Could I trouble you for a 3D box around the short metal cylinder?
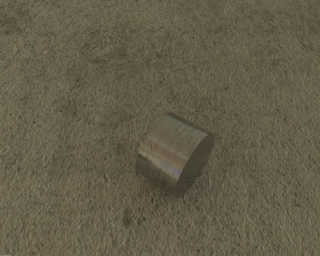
[{"bbox_3d":[0.018,0.029,0.343,0.050,0.080,0.080,29,56,22],"label":"short metal cylinder"}]
